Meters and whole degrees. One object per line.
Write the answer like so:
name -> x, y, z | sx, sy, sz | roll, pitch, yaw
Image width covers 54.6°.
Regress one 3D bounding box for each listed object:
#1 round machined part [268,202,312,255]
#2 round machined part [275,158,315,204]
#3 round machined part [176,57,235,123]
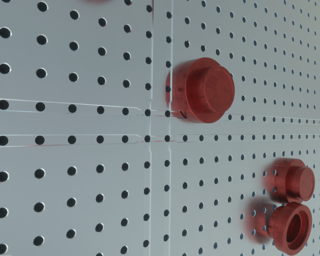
round machined part -> 0.247, 0.189, 0.598 | 0.099, 0.042, 0.097 | -6, 101, -35
round machined part -> 0.280, 0.112, 0.631 | 0.099, 0.042, 0.097 | 0, 90, -40
round machined part -> 0.073, -0.056, 0.458 | 0.099, 0.042, 0.097 | 0, 90, -40
